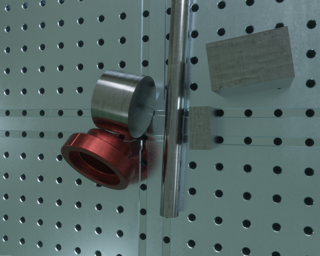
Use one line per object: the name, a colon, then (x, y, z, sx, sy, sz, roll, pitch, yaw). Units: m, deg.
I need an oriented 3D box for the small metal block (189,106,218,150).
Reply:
small metal block: (0.054, 0.000, 0.380, 0.025, 0.050, 0.050, -1, 90, 20)

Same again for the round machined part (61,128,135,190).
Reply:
round machined part: (-0.077, 0.037, 0.410, 0.098, 0.098, 0.042, 17, 57, 19)

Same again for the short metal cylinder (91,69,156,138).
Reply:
short metal cylinder: (-0.044, -0.032, 0.398, 0.050, 0.080, 0.079, 14, 95, 19)

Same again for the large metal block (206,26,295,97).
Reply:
large metal block: (0.102, -0.069, 0.347, 0.080, 0.080, 0.050, -8, 88, 19)

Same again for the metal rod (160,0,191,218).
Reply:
metal rod: (0.020, -0.034, 0.404, 0.025, 0.025, 0.298, 3, 91, 19)
